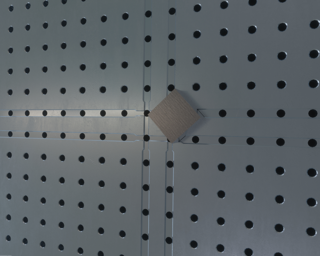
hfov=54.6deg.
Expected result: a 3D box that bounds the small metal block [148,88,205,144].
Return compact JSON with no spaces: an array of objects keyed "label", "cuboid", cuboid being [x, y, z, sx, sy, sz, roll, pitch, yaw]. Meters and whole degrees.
[{"label":"small metal block","cuboid":[0.021,-0.015,0.405,0.050,0.025,0.050,-43,77,15]}]
